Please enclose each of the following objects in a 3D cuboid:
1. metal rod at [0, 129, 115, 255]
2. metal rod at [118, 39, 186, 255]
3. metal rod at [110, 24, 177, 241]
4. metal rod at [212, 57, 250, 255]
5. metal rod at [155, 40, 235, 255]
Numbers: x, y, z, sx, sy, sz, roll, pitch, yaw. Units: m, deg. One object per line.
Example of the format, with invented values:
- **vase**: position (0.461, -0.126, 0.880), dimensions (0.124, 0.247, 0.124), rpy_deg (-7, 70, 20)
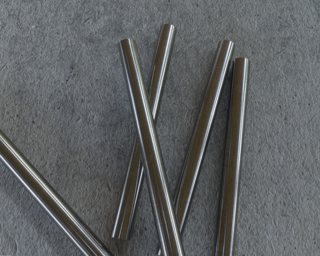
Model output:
- **metal rod**: position (-0.151, 0.072, 0.380), dimensions (0.300, 0.025, 0.025), rpy_deg (43, 75, 14)
- **metal rod**: position (-0.012, 0.023, 0.371), dimensions (0.025, 0.025, 0.299), rpy_deg (-12, 70, -4)
- **metal rod**: position (-0.017, -0.009, 0.411), dimensions (0.025, 0.025, 0.299), rpy_deg (11, 70, 4)
- **metal rod**: position (0.091, 0.045, 0.392), dimensions (0.025, 0.025, 0.299), rpy_deg (9, 70, 3)
- **metal rod**: position (0.052, 0.013, 0.403), dimensions (0.025, 0.025, 0.299), rpy_deg (17, 71, 6)
